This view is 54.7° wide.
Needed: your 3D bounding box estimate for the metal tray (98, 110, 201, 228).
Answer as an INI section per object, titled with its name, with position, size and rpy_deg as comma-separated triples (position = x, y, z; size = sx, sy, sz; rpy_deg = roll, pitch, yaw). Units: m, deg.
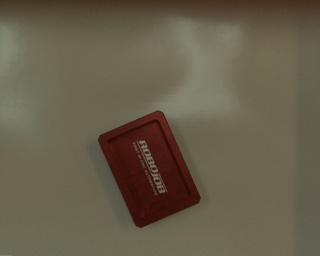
[metal tray]
position = -0.013, 0.052, 0.408
size = 0.090, 0.030, 0.129
rpy_deg = -24, 90, -1
